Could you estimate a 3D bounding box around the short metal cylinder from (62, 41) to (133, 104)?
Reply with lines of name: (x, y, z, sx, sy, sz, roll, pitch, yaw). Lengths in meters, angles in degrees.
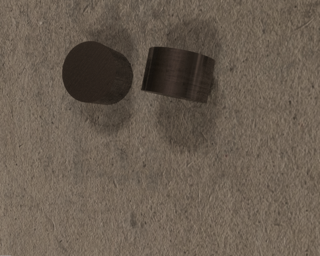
short metal cylinder: (-0.085, -0.073, 0.424, 0.080, 0.050, 0.079, 0, 90, 19)

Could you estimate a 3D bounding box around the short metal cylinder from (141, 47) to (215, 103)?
short metal cylinder: (0.022, -0.062, 0.372, 0.080, 0.080, 0.050, 13, 94, 19)
